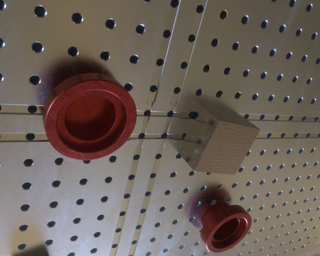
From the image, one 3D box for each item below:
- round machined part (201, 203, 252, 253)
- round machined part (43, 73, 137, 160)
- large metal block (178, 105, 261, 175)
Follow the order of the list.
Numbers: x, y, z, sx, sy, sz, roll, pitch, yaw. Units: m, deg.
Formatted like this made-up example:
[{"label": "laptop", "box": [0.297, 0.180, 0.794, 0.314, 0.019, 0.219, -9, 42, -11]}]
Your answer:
[{"label": "round machined part", "box": [0.117, 0.180, 0.576, 0.099, 0.042, 0.097, -14, 124, -21]}, {"label": "round machined part", "box": [-0.079, -0.016, 0.347, 0.099, 0.042, 0.097, -14, 124, -21]}, {"label": "large metal block", "box": [0.085, 0.019, 0.453, 0.081, 0.050, 0.079, 10, 113, -33]}]
